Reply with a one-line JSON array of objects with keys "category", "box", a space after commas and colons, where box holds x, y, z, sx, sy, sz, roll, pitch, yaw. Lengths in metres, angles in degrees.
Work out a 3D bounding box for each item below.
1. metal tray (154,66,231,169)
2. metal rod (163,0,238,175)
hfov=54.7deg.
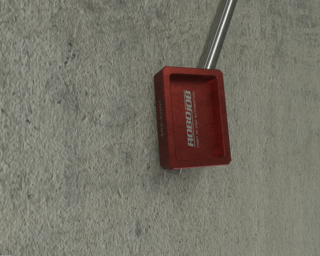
[{"category": "metal tray", "box": [0.043, -0.013, 0.411, 0.091, 0.030, 0.129, -1, 83, -23]}, {"category": "metal rod", "box": [0.065, -0.076, 0.461, 0.025, 0.025, 0.299, 32, 70, -36]}]
